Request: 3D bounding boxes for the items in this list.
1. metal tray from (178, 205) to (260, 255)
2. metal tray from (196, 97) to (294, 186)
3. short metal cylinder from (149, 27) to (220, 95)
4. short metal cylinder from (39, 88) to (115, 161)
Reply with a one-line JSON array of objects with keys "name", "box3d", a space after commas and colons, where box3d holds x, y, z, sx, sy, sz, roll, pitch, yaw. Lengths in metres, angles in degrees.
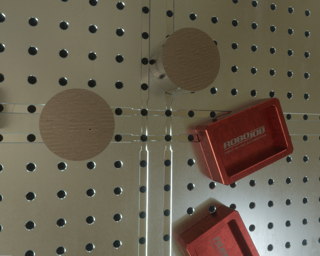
[{"name": "metal tray", "box3d": [0.094, 0.191, 0.444, 0.091, 0.030, 0.129, -30, 100, -18]}, {"name": "metal tray", "box3d": [0.127, 0.017, 0.456, 0.131, 0.030, 0.090, -22, 97, -19]}, {"name": "short metal cylinder", "box3d": [0.032, -0.086, 0.411, 0.081, 0.050, 0.079, 0, 90, -20]}, {"name": "short metal cylinder", "box3d": [-0.098, -0.004, 0.363, 0.081, 0.050, 0.079, 0, 90, -20]}]
